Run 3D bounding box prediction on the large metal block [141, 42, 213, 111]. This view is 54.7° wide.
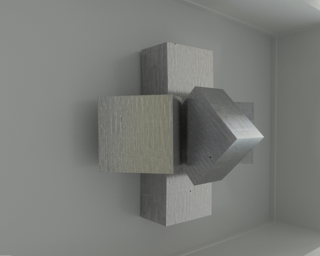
[{"bbox_3d":[0.024,-0.062,0.405,0.081,0.050,0.079,-2,92,-40],"label":"large metal block"}]

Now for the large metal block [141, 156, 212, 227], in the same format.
[{"bbox_3d":[0.022,0.076,0.408,0.081,0.050,0.080,1,90,-40],"label":"large metal block"}]

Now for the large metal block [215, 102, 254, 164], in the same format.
[{"bbox_3d":[0.095,0.006,0.439,0.050,0.080,0.080,1,90,-1],"label":"large metal block"}]

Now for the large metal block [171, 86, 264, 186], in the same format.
[{"bbox_3d":[0.058,0.009,0.366,0.050,0.080,0.080,-1,47,-41],"label":"large metal block"}]

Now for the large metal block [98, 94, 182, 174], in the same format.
[{"bbox_3d":[-0.020,0.006,0.342,0.050,0.080,0.079,-6,96,-76],"label":"large metal block"}]
